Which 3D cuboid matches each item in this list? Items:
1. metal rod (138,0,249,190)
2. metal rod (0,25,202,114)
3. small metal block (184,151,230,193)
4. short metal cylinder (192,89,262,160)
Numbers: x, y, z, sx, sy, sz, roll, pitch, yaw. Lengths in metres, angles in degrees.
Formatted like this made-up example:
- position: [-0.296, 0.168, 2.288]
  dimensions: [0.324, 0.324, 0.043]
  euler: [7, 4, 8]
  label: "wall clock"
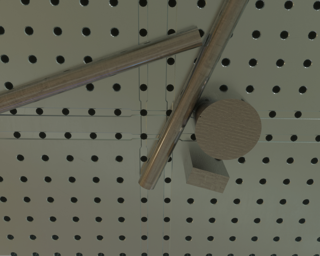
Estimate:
- position: [0.041, -0.047, 0.396]
  dimensions: [0.025, 0.025, 0.298]
  euler: [23, 108, -8]
  label: "metal rod"
- position: [-0.096, -0.066, 0.387]
  dimensions: [0.301, 0.025, 0.025]
  euler: [-17, 109, 6]
  label: "metal rod"
- position: [0.062, 0.059, 0.422]
  dimensions: [0.050, 0.050, 0.025]
  euler: [16, 109, -6]
  label: "small metal block"
- position: [0.083, -0.006, 0.399]
  dimensions: [0.081, 0.050, 0.079]
  euler: [0, 110, 0]
  label: "short metal cylinder"
